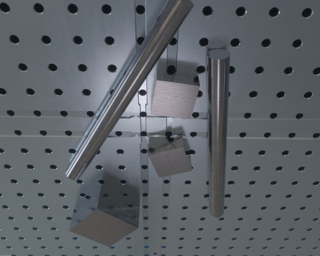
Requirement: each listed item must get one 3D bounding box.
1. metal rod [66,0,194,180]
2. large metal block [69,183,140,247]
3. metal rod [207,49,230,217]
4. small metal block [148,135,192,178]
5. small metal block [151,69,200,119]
[{"bbox_3d":[-0.054,-0.029,0.386,0.025,0.025,0.298,24,126,-20],"label":"metal rod"},{"bbox_3d":[-0.092,0.148,0.521,0.080,0.050,0.080,34,122,-26],"label":"large metal block"},{"bbox_3d":[0.081,0.031,0.438,0.025,0.025,0.298,-5,130,4],"label":"metal rod"},{"bbox_3d":[0.015,0.042,0.448,0.050,0.025,0.050,-14,129,11],"label":"small metal block"},{"bbox_3d":[0.017,-0.040,0.378,0.050,0.025,0.050,7,130,-6],"label":"small metal block"}]
